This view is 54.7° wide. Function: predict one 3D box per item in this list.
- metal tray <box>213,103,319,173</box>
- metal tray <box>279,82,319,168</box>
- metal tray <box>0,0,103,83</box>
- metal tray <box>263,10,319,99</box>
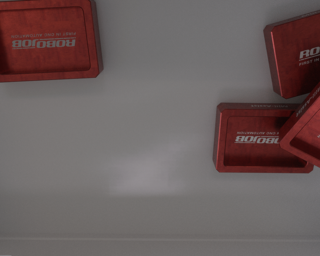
[{"bbox_3d":[0.141,0.014,0.414,0.131,0.030,0.089,1,110,-1],"label":"metal tray"},{"bbox_3d":[0.211,-0.011,0.352,0.090,0.030,0.129,27,128,1],"label":"metal tray"},{"bbox_3d":[-0.139,-0.104,0.368,0.131,0.030,0.089,-3,110,1],"label":"metal tray"},{"bbox_3d":[0.201,-0.096,0.375,0.131,0.030,0.090,-15,110,5],"label":"metal tray"}]
